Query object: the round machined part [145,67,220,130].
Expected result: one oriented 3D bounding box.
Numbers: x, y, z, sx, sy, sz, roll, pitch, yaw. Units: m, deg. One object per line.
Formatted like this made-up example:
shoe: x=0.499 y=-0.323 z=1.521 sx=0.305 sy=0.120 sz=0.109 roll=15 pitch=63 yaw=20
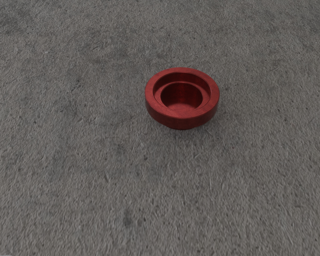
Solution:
round machined part: x=0.029 y=-0.036 z=0.423 sx=0.099 sy=0.042 sz=0.098 roll=0 pitch=50 yaw=0
